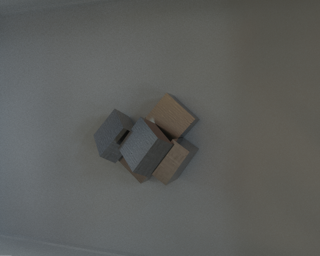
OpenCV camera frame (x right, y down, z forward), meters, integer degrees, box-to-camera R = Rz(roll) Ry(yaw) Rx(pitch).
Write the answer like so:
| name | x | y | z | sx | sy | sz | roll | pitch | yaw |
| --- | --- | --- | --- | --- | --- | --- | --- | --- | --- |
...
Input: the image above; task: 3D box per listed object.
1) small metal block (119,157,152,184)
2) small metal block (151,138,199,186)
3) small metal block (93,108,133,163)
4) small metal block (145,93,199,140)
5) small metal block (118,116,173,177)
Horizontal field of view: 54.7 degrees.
| name | x | y | z | sx | sy | sz | roll | pitch | yaw |
| --- | --- | --- | --- | --- | --- | --- | --- | --- | --- |
| small metal block | -0.022 | 0.037 | 0.416 | 0.050 | 0.025 | 0.050 | 44 | 103 | 14 |
| small metal block | 0.019 | 0.040 | 0.388 | 0.025 | 0.050 | 0.050 | 37 | 102 | 16 |
| small metal block | -0.060 | 0.010 | 0.416 | 0.050 | 0.025 | 0.050 | -49 | 37 | 13 |
| small metal block | 0.014 | -0.010 | 0.403 | 0.050 | 0.025 | 0.050 | 44 | 103 | 14 |
| small metal block | -0.019 | 0.022 | 0.375 | 0.050 | 0.025 | 0.050 | -54 | 41 | 12 |
